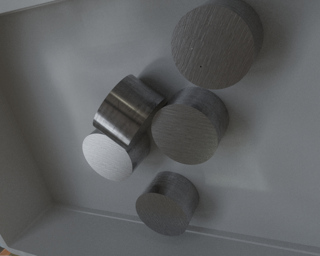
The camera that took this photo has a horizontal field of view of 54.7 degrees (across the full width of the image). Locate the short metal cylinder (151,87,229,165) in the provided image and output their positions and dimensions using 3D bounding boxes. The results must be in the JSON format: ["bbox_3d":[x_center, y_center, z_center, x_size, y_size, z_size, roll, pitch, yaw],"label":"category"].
[{"bbox_3d":[0.037,-0.003,0.371,0.080,0.050,0.079,13,124,21],"label":"short metal cylinder"}]

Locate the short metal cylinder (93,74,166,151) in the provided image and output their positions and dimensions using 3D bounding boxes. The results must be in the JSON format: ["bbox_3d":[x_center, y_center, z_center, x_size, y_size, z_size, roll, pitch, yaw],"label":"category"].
[{"bbox_3d":[-0.037,-0.019,0.381,0.050,0.080,0.079,36,129,4],"label":"short metal cylinder"}]

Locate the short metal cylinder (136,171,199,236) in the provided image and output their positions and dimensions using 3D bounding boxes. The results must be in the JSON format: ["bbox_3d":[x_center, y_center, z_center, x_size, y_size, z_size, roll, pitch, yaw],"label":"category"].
[{"bbox_3d":[0.012,0.111,0.455,0.080,0.050,0.079,13,124,21],"label":"short metal cylinder"}]

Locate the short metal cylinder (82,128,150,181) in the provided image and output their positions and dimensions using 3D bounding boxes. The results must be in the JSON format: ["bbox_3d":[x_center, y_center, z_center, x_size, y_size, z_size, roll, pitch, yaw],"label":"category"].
[{"bbox_3d":[-0.062,0.029,0.440,0.080,0.050,0.079,15,127,21],"label":"short metal cylinder"}]

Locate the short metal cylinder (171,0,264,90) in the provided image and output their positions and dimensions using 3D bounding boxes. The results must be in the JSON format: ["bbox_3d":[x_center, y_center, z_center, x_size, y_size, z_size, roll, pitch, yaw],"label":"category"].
[{"bbox_3d":[0.058,-0.085,0.309,0.080,0.050,0.079,13,124,21],"label":"short metal cylinder"}]
